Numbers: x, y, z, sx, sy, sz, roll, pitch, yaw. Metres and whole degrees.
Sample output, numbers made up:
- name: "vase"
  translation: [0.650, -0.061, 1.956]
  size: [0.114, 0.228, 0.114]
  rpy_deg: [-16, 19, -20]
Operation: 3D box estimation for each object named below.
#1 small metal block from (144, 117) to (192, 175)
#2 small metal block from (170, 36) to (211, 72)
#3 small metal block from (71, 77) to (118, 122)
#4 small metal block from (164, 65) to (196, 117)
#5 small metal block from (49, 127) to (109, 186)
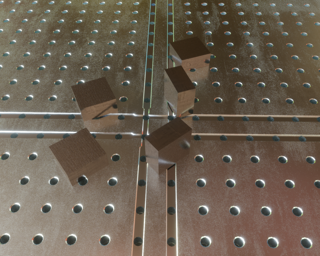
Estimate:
- name: "small metal block"
  translation: [0.010, 0.022, 0.373]
  size: [0.050, 0.050, 0.025]
  rpy_deg: [-32, 57, -24]
- name: "small metal block"
  translation: [0.048, -0.121, 0.510]
  size: [0.050, 0.025, 0.050]
  rpy_deg: [-16, 52, -13]
- name: "small metal block"
  translation: [-0.094, -0.042, 0.443]
  size: [0.050, 0.025, 0.050]
  rpy_deg: [-19, 53, -15]
- name: "small metal block"
  translation: [0.026, -0.050, 0.434]
  size: [0.025, 0.050, 0.050]
  rpy_deg: [-16, 52, -12]
- name: "small metal block"
  translation: [-0.099, 0.034, 0.379]
  size: [0.050, 0.025, 0.050]
  rpy_deg: [-30, 56, -23]
